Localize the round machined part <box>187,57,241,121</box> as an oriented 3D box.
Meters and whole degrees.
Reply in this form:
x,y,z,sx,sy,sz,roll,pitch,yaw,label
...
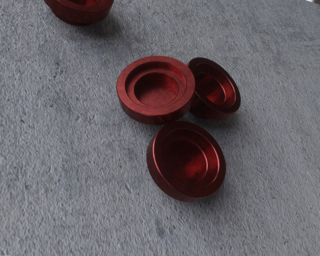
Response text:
x,y,z,sx,sy,sz,roll,pitch,yaw,label
0.068,-0.052,0.455,0.099,0.042,0.098,19,51,-26,round machined part

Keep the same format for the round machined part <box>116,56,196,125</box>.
x,y,z,sx,sy,sz,roll,pitch,yaw,label
-0.004,-0.044,0.401,0.099,0.042,0.098,-1,57,2,round machined part

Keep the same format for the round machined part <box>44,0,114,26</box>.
x,y,z,sx,sy,sz,roll,pitch,yaw,label
-0.119,-0.186,0.442,0.099,0.042,0.098,14,56,-21,round machined part

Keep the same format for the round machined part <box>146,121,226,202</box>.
x,y,z,sx,sy,sz,roll,pitch,yaw,label
0.028,0.044,0.381,0.099,0.042,0.098,14,56,-21,round machined part
